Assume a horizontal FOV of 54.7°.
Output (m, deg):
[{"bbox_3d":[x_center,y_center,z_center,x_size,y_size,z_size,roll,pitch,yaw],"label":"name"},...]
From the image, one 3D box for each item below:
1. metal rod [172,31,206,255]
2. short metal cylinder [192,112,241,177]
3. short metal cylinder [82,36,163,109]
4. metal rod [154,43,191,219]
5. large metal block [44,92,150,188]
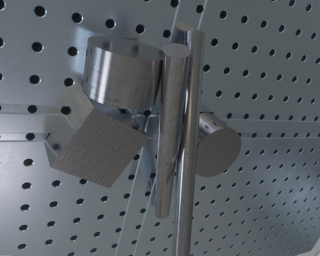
[{"bbox_3d":[0.035,0.032,0.399,0.025,0.025,0.298,-4,105,-26],"label":"metal rod"},{"bbox_3d":[0.069,0.024,0.448,0.081,0.050,0.079,-14,124,-21],"label":"short metal cylinder"},{"bbox_3d":[-0.037,-0.059,0.319,0.081,0.080,0.050,0,119,-29],"label":"short metal cylinder"},{"bbox_3d":[0.009,0.032,0.389,0.025,0.025,0.298,-17,140,-19],"label":"metal rod"},{"bbox_3d":[-0.074,0.014,0.363,0.080,0.050,0.080,31,101,-38],"label":"large metal block"}]
